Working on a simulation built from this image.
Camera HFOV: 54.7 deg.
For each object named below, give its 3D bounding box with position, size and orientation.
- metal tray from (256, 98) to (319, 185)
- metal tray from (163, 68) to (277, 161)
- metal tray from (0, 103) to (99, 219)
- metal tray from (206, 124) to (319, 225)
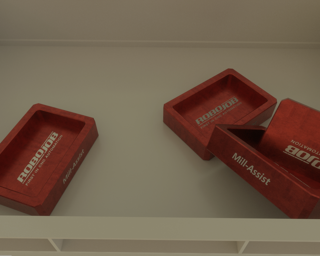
[{"bbox_3d":[0.174,0.034,0.331,0.130,0.089,0.030,27,17,17],"label":"metal tray"},{"bbox_3d":[0.081,-0.024,0.421,0.131,0.030,0.090,-31,57,-23],"label":"metal tray"},{"bbox_3d":[-0.144,0.033,0.372,0.090,0.030,0.130,15,52,12],"label":"metal tray"},{"bbox_3d":[0.123,0.039,0.323,0.091,0.030,0.130,2,27,-36],"label":"metal tray"}]
